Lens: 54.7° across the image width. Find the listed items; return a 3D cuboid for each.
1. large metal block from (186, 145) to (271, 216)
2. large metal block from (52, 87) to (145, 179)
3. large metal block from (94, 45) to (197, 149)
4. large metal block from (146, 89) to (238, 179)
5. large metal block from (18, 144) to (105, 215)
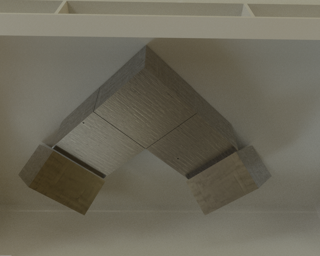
[{"bbox_3d":[0.095,0.069,0.422,0.080,0.050,0.080,-36,165,26],"label":"large metal block"},{"bbox_3d":[-0.075,0.009,0.397,0.080,0.050,0.080,-36,122,26],"label":"large metal block"},{"bbox_3d":[-0.016,-0.033,0.361,0.080,0.050,0.080,-36,122,26],"label":"large metal block"},{"bbox_3d":[0.040,0.010,0.399,0.080,0.050,0.080,-36,122,26],"label":"large metal block"},{"bbox_3d":[-0.134,0.068,0.418,0.080,0.050,0.080,38,163,-28],"label":"large metal block"}]
